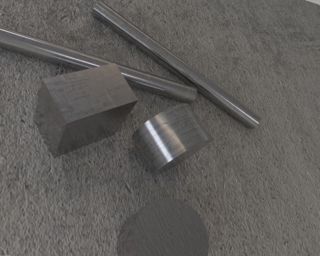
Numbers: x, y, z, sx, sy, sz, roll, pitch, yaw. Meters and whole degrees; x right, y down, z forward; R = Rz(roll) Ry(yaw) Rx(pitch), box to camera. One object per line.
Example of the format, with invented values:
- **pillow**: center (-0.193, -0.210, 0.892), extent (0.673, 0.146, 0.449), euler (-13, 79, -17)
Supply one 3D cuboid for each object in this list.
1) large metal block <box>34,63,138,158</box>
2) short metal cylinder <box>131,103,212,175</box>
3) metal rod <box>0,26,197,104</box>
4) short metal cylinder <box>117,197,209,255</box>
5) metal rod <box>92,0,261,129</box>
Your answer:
- **large metal block**: center (-0.082, -0.019, 0.336), extent (0.081, 0.080, 0.050), euler (-23, 74, -36)
- **short metal cylinder**: center (0.014, 0.014, 0.367), extent (0.081, 0.080, 0.050), euler (-22, 74, -36)
- **metal rod**: center (-0.089, -0.083, 0.406), extent (0.302, 0.025, 0.025), euler (14, 56, -20)
- **short metal cylinder**: center (0.002, 0.118, 0.317), extent (0.081, 0.050, 0.080), euler (14, 56, -21)
- **metal rod**: center (0.029, -0.094, 0.476), extent (0.301, 0.025, 0.025), euler (35, 51, -5)
